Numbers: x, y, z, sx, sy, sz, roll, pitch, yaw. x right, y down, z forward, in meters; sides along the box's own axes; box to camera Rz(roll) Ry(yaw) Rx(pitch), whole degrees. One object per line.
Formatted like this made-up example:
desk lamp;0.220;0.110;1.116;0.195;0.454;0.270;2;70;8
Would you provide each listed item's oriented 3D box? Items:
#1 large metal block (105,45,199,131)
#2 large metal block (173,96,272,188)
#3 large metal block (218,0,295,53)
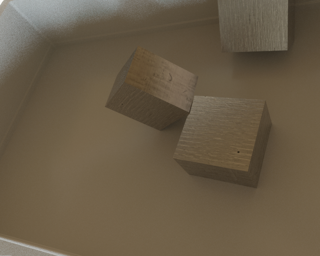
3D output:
large metal block;-0.012;-0.044;0.382;0.080;0.080;0.050;-33;37;60
large metal block;0.071;0.013;0.343;0.080;0.050;0.080;7;65;31
large metal block;0.120;-0.141;0.384;0.080;0.079;0.050;6;29;30
